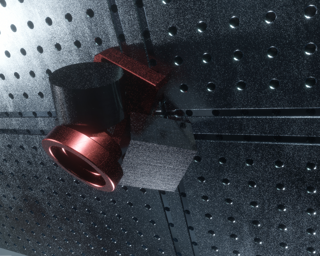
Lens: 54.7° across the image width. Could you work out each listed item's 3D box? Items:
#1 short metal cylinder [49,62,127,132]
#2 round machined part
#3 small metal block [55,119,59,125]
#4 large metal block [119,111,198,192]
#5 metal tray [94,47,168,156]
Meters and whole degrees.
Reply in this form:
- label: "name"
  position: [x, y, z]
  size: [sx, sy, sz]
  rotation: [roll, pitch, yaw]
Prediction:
- label: "short metal cylinder"
  position: [-0.080, -0.038, 0.353]
  size: [0.080, 0.080, 0.050]
  rotation: [13, 124, 21]
- label: "round machined part"
  position: [-0.084, 0.029, 0.365]
  size: [0.098, 0.042, 0.098]
  rotation: [24, 150, 15]
- label: "small metal block"
  position: [-0.110, 0.002, 0.412]
  size: [0.025, 0.050, 0.050]
  rotation: [18, 125, 18]
- label: "large metal block"
  position: [-0.009, 0.032, 0.395]
  size: [0.081, 0.050, 0.079]
  rotation: [11, 129, -16]
- label: "metal tray"
  position: [-0.054, -0.030, 0.417]
  size: [0.090, 0.030, 0.129]
  rotation: [30, 128, 8]
